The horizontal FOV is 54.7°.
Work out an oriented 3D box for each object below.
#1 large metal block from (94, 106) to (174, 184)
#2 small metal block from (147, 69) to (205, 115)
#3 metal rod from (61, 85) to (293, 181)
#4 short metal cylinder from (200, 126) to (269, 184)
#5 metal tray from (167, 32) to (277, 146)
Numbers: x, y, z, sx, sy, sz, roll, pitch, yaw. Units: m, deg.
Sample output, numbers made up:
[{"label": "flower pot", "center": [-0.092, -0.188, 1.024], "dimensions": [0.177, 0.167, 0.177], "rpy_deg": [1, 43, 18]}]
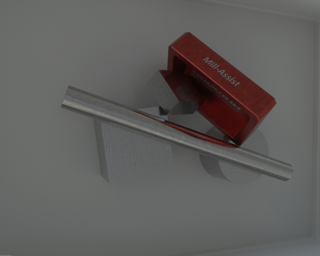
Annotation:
[{"label": "large metal block", "center": [-0.034, 0.018, 0.385], "dimensions": [0.081, 0.050, 0.079], "rpy_deg": [-8, 93, -20]}, {"label": "small metal block", "center": [0.020, -0.044, 0.382], "dimensions": [0.050, 0.025, 0.050], "rpy_deg": [-5, 56, -47]}, {"label": "metal rod", "center": [0.036, 0.014, 0.369], "dimensions": [0.302, 0.025, 0.025], "rpy_deg": [19, 84, -20]}, {"label": "short metal cylinder", "center": [0.104, 0.035, 0.436], "dimensions": [0.081, 0.050, 0.079], "rpy_deg": [0, 90, -21]}, {"label": "metal tray", "center": [0.065, -0.044, 0.373], "dimensions": [0.130, 0.090, 0.030], "rpy_deg": [43, 74, 15]}]
